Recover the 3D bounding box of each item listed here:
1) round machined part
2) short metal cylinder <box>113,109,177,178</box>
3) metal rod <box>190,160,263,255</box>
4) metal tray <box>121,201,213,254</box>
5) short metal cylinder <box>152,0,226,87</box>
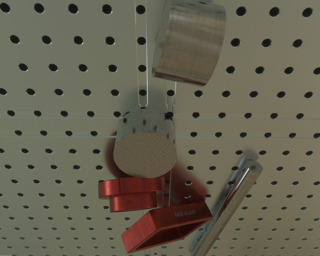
[{"bbox_3d":[-0.040,0.099,0.454,0.099,0.042,0.098,-6,164,-1],"label":"round machined part"},{"bbox_3d":[-0.019,0.021,0.411,0.081,0.050,0.079,0,128,0],"label":"short metal cylinder"},{"bbox_3d":[0.107,0.168,0.555,0.025,0.025,0.298,10,130,-9],"label":"metal rod"},{"bbox_3d":[0.014,0.161,0.506,0.131,0.030,0.090,6,137,-44],"label":"metal tray"},{"bbox_3d":[0.025,-0.084,0.304,0.050,0.080,0.079,10,129,-9],"label":"short metal cylinder"}]
